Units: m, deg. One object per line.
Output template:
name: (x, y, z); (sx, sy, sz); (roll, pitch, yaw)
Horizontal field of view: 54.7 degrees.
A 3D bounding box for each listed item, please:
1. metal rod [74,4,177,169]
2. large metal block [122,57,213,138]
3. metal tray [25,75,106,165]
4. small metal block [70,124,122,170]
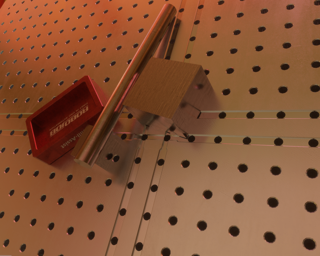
metal rod: (-0.040, -0.077, 0.456); (0.025, 0.025, 0.300); (8, 59, 31)
large metal block: (0.011, -0.042, 0.413); (0.080, 0.050, 0.080); (18, 71, 35)
metal tray: (-0.146, -0.014, 0.490); (0.130, 0.030, 0.090); (-35, 51, 5)
small metal block: (-0.090, 0.027, 0.440); (0.050, 0.025, 0.050); (13, 68, 33)
